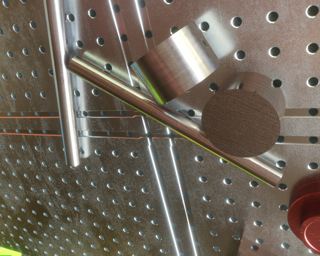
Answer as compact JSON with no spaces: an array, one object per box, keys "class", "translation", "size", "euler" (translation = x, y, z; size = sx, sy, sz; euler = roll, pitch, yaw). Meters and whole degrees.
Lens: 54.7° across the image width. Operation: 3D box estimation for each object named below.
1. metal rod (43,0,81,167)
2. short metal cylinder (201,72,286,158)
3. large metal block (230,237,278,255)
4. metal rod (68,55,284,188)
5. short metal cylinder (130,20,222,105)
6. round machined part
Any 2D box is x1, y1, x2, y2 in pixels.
[{"class":"metal rod","translation":[-0.137,-0.067,0.441],"size":[0.025,0.025,0.298],"euler":[17,125,18]},{"class":"short metal cylinder","translation":[0.092,-0.015,0.338],"size":[0.080,0.050,0.079],"euler":[13,124,21]},{"class":"large metal block","translation":[0.139,0.222,0.459],"size":[0.080,0.050,0.079],"euler":[25,127,12]},{"class":"metal rod","translation":[0.013,-0.013,0.396],"size":[0.301,0.025,0.025],"euler":[30,128,9]},{"class":"short metal cylinder","translation":[0.016,-0.067,0.325],"size":[0.080,0.080,0.050],"euler":[-27,104,37]},{"class":"round machined part","translation":[0.203,0.114,0.364],"size":[0.098,0.042,0.097],"euler":[13,124,21]}]
